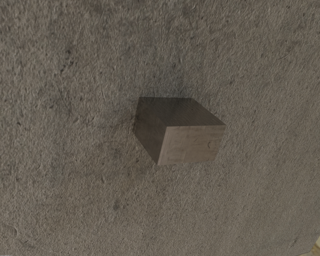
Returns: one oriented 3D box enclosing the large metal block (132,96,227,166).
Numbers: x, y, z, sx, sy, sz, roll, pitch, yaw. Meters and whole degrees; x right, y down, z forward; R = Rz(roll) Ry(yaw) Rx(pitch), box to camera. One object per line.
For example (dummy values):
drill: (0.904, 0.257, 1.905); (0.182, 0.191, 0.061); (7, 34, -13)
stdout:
large metal block: (0.021, 0.000, 0.386); (0.081, 0.080, 0.050); (-1, 119, -28)
